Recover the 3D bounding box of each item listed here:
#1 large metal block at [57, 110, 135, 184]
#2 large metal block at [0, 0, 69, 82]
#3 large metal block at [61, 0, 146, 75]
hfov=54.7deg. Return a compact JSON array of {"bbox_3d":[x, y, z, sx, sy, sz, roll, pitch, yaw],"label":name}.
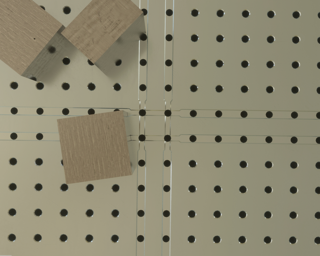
[{"bbox_3d":[-0.079,0.023,0.400,0.081,0.050,0.080,-8,90,-1],"label":"large metal block"},{"bbox_3d":[-0.174,-0.119,0.399,0.080,0.050,0.080,39,90,-1],"label":"large metal block"},{"bbox_3d":[-0.065,-0.118,0.385,0.050,0.080,0.080,43,90,-1],"label":"large metal block"}]
